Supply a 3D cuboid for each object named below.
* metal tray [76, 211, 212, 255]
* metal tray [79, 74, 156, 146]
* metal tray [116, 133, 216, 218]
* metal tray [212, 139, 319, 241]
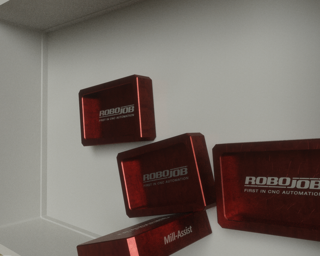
[{"bbox_3d":[-0.013,0.125,0.350,0.090,0.131,0.030,-24,75,37],"label":"metal tray"},{"bbox_3d":[-0.067,-0.021,0.459,0.130,0.030,0.089,-7,86,39],"label":"metal tray"},{"bbox_3d":[0.004,0.064,0.400,0.130,0.030,0.090,-18,78,38],"label":"metal tray"},{"bbox_3d":[0.118,0.057,0.305,0.130,0.030,0.089,-6,86,39],"label":"metal tray"}]
